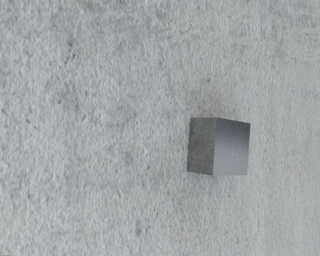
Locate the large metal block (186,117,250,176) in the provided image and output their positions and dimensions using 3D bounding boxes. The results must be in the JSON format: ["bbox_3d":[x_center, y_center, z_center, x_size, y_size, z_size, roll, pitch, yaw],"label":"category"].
[{"bbox_3d":[0.089,0.028,0.466,0.081,0.050,0.080,7,85,-40],"label":"large metal block"}]
